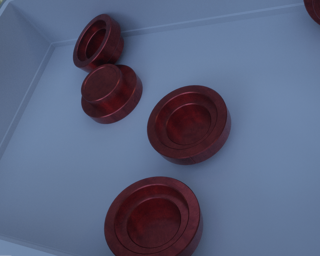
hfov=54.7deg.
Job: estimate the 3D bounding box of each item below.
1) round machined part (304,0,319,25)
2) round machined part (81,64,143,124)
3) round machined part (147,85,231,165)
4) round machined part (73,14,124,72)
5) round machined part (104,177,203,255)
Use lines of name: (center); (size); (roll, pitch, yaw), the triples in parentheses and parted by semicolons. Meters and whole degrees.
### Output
round machined part: (0.207, -0.149, 0.336); (0.098, 0.098, 0.042); (13, 47, 33)
round machined part: (-0.080, -0.058, 0.471); (0.098, 0.042, 0.098); (-13, 56, 20)
round machined part: (0.037, 0.000, 0.374); (0.098, 0.042, 0.098); (-13, 56, 20)
round machined part: (-0.098, -0.135, 0.516); (0.098, 0.042, 0.098); (-21, 57, 36)
round machined part: (-0.004, 0.102, 0.322); (0.098, 0.042, 0.098); (-10, 43, 9)
